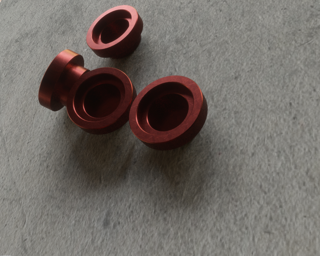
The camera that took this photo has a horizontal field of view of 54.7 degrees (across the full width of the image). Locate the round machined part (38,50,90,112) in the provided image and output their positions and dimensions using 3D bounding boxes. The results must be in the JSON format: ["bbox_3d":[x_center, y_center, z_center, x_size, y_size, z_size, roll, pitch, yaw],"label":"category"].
[{"bbox_3d":[-0.143,-0.069,0.484,0.042,0.098,0.098,26,73,0],"label":"round machined part"}]

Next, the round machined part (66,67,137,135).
[{"bbox_3d":[-0.080,-0.035,0.446,0.098,0.042,0.098,-5,66,12],"label":"round machined part"}]

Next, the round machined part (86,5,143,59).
[{"bbox_3d":[-0.072,-0.157,0.525,0.098,0.042,0.098,-13,56,20],"label":"round machined part"}]

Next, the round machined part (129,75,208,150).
[{"bbox_3d":[0.014,-0.015,0.394,0.098,0.042,0.098,-13,56,20],"label":"round machined part"}]
